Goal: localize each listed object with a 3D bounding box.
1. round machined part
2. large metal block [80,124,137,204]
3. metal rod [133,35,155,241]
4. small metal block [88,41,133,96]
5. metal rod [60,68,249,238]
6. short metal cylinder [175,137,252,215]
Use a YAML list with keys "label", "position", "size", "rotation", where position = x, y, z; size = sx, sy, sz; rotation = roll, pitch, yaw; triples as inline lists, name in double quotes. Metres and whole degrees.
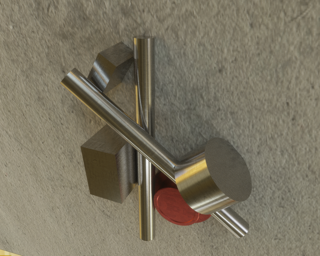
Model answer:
- label: "round machined part"
  position: [0.030, 0.100, 0.443]
  size: [0.098, 0.042, 0.097]
  rotation: [13, 124, 20]
- label: "large metal block"
  position: [-0.058, 0.042, 0.428]
  size: [0.050, 0.080, 0.079]
  rotation: [11, 123, 22]
- label: "metal rod"
  position: [-0.019, 0.031, 0.416]
  size: [0.025, 0.025, 0.298]
  rotation: [11, 117, 22]
- label: "small metal block"
  position: [-0.059, -0.072, 0.377]
  size: [0.025, 0.050, 0.050]
  rotation: [39, 129, 2]
- label: "metal rod"
  position: [0.003, 0.039, 0.385]
  size: [0.300, 0.025, 0.025]
  rotation: [43, 130, -13]
- label: "short metal cylinder"
  position: [0.065, 0.058, 0.374]
  size: [0.080, 0.080, 0.050]
  rotation: [49, 129, -6]
